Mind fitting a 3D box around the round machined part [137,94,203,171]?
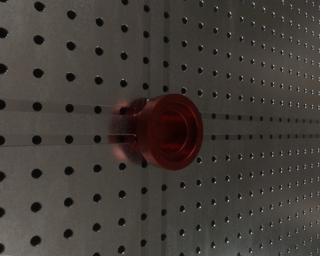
[{"bbox_3d":[0.009,0.005,0.407,0.099,0.042,0.097,0,90,-40],"label":"round machined part"}]
